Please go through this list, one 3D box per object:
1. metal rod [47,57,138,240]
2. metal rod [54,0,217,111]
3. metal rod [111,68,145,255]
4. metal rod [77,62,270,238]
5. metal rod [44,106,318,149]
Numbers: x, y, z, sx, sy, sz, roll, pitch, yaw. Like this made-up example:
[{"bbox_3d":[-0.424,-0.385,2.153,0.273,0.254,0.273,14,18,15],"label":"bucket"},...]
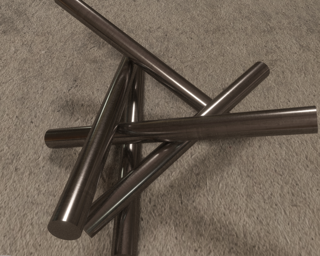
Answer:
[{"bbox_3d":[-0.055,-0.017,0.344,0.025,0.025,0.300,5,38,3],"label":"metal rod"},{"bbox_3d":[-0.017,-0.089,0.414,0.300,0.025,0.025,38,57,4],"label":"metal rod"},{"bbox_3d":[-0.035,0.010,0.393,0.025,0.025,0.300,0,50,0],"label":"metal rod"},{"bbox_3d":[0.033,0.008,0.356,0.025,0.025,0.302,37,62,26],"label":"metal rod"},{"bbox_3d":[0.001,0.003,0.333,0.301,0.025,0.025,-4,47,23],"label":"metal rod"}]
